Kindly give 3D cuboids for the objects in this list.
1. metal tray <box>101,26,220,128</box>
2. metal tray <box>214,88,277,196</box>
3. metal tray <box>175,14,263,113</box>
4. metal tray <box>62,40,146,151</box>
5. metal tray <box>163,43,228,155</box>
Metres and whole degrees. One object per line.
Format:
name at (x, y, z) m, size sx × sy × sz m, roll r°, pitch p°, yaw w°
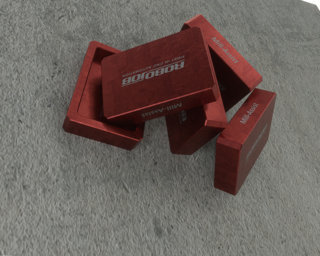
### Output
metal tray at (-0.004, -0.059, 0.368) m, size 0.130 × 0.030 × 0.090 m, roll -15°, pitch 62°, yaw 13°
metal tray at (0.116, 0.016, 0.418) m, size 0.030 × 0.089 × 0.131 m, roll 20°, pitch 45°, yaw 28°
metal tray at (0.076, -0.091, 0.459) m, size 0.030 × 0.090 × 0.130 m, roll -41°, pitch 85°, yaw -25°
metal tray at (-0.062, -0.044, 0.397) m, size 0.091 × 0.030 × 0.130 m, roll 18°, pitch 54°, yaw -18°
metal tray at (0.038, -0.040, 0.411) m, size 0.030 × 0.090 × 0.130 m, roll 6°, pitch 60°, yaw -26°
